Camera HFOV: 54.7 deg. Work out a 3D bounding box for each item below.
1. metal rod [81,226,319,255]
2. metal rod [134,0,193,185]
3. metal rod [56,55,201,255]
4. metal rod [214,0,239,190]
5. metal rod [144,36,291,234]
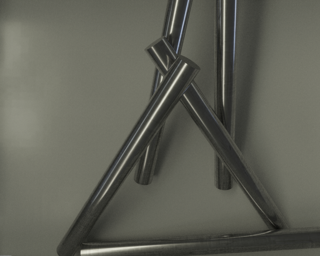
[{"bbox_3d":[0.049,0.149,0.396,0.302,0.025,0.025,-6,90,6],"label":"metal rod"},{"bbox_3d":[0.006,-0.063,0.349,0.025,0.025,0.298,12,115,0],"label":"metal rod"},{"bbox_3d":[-0.049,0.051,0.351,0.025,0.025,0.298,34,114,0],"label":"metal rod"},{"bbox_3d":[0.074,-0.059,0.350,0.025,0.025,0.298,-5,115,0],"label":"metal rod"},{"bbox_3d":[0.079,0.027,0.362,0.025,0.025,0.300,-37,110,0],"label":"metal rod"}]
